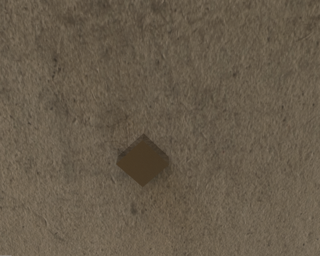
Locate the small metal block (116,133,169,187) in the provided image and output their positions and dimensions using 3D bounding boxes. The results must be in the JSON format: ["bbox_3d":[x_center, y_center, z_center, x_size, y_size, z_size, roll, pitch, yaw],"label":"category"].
[{"bbox_3d":[-0.023,0.044,0.426,0.050,0.025,0.050,-42,105,13],"label":"small metal block"}]
